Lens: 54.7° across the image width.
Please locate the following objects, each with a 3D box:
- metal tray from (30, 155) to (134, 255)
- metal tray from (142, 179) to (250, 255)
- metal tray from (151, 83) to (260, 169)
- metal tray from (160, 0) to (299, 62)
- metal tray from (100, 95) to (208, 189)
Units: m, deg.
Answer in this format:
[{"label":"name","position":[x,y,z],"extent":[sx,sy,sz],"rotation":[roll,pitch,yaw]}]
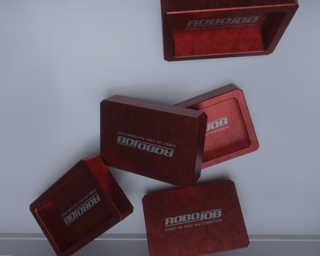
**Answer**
[{"label":"metal tray","position":[-0.108,0.107,0.414],"extent":[0.130,0.030,0.090],"rotation":[-39,80,25]},{"label":"metal tray","position":[0.047,0.128,0.429],"extent":[0.131,0.030,0.090],"rotation":[-11,68,3]},{"label":"metal tray","position":[0.054,0.006,0.411],"extent":[0.130,0.030,0.090],"rotation":[-20,109,6]},{"label":"metal tray","position":[0.068,-0.112,0.337],"extent":[0.131,0.090,0.030],"rotation":[-4,72,1]},{"label":"metal tray","position":[-0.012,0.015,0.386],"extent":[0.130,0.030,0.089],"rotation":[12,112,22]}]
